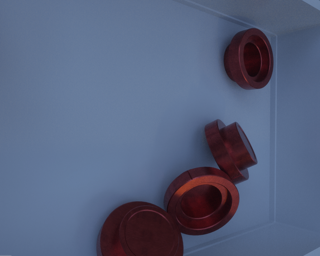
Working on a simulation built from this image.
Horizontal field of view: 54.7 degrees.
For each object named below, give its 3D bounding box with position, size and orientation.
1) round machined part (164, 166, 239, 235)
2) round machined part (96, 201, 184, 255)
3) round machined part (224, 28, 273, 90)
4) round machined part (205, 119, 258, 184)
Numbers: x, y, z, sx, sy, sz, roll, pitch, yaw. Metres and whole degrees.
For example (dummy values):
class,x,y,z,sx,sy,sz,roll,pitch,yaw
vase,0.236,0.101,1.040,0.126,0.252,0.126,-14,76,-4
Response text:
class,x,y,z,sx,sy,sz,roll,pitch,yaw
round machined part,0.053,0.093,0.420,0.099,0.042,0.097,-5,115,-10
round machined part,-0.018,0.127,0.348,0.099,0.042,0.098,14,47,-16
round machined part,0.144,-0.112,0.515,0.099,0.042,0.097,0,90,-40
round machined part,0.108,0.030,0.453,0.098,0.042,0.098,50,23,-30
